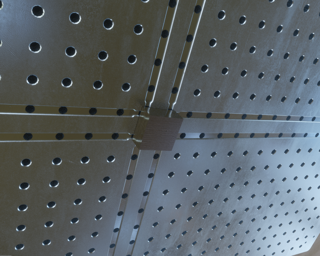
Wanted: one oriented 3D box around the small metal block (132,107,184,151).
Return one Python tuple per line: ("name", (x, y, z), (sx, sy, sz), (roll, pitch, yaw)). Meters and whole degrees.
("small metal block", (-0.003, 0.002, 0.412), (0.050, 0.025, 0.050), (5, 116, -31))
